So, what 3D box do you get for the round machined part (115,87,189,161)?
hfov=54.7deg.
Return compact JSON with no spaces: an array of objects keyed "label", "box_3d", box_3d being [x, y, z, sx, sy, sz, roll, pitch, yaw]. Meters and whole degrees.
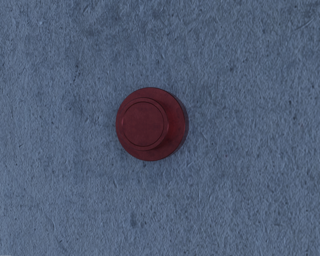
[{"label":"round machined part","box_3d":[-0.015,-0.005,0.405,0.098,0.042,0.097,0,90,19]}]
